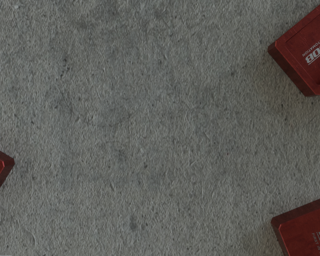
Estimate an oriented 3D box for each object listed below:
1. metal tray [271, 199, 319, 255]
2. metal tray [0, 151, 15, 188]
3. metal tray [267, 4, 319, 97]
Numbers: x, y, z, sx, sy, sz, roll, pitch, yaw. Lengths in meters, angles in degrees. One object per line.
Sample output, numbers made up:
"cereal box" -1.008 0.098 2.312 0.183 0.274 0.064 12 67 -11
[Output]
"metal tray" 0.216 0.168 0.409 0.090 0.030 0.129 -22 90 0
"metal tray" -0.266 0.076 0.405 0.090 0.030 0.130 31 90 0
"metal tray" 0.223 -0.115 0.408 0.130 0.030 0.090 -40 90 0
